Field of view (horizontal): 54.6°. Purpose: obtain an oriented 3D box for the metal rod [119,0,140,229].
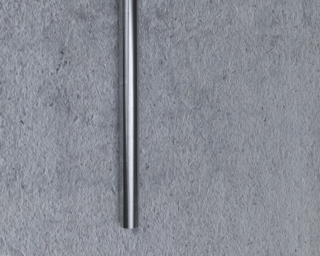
[{"bbox_3d":[-0.039,-0.025,0.394,0.025,0.025,0.298,0,90,-20],"label":"metal rod"}]
